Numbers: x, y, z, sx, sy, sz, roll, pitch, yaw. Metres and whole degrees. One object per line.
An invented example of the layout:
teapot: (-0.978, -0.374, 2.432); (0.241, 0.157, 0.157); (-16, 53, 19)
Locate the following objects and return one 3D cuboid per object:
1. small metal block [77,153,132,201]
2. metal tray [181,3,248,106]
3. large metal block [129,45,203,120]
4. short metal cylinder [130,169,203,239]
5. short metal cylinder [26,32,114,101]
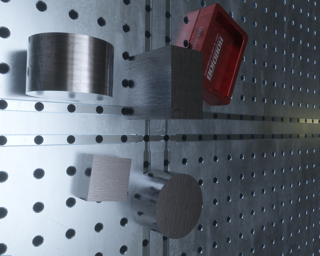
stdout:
small metal block: (-0.063, 0.057, 0.356); (0.050, 0.025, 0.050); (12, 83, -39)
metal tray: (0.085, -0.110, 0.476); (0.090, 0.030, 0.130); (30, 71, -36)
large metal block: (0.005, -0.050, 0.378); (0.050, 0.080, 0.079); (0, 90, -40)
short metal cylinder: (0.009, 0.096, 0.401); (0.081, 0.050, 0.079); (0, 90, -40)
short metal cylinder: (-0.086, -0.056, 0.301); (0.081, 0.080, 0.050); (2, 89, -40)
